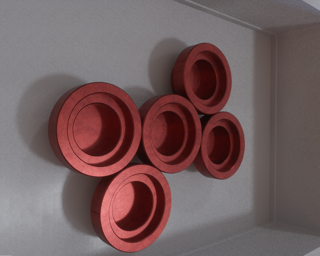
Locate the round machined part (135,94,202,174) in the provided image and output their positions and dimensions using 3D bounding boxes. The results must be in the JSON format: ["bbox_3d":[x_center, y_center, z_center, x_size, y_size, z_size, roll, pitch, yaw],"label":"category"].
[{"bbox_3d":[0.005,0.007,0.395,0.099,0.042,0.097,0,90,-40],"label":"round machined part"}]

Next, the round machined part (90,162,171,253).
[{"bbox_3d":[-0.037,0.089,0.361,0.099,0.042,0.097,0,90,-40],"label":"round machined part"}]

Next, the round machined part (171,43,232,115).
[{"bbox_3d":[0.054,-0.067,0.437,0.099,0.042,0.097,0,90,-40],"label":"round machined part"}]

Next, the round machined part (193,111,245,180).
[{"bbox_3d":[0.079,0.025,0.458,0.099,0.042,0.097,0,90,-40],"label":"round machined part"}]

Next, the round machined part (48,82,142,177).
[{"bbox_3d":[-0.072,0.001,0.332,0.099,0.042,0.097,0,90,-40],"label":"round machined part"}]
